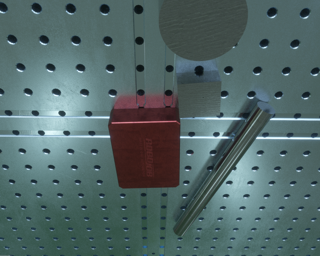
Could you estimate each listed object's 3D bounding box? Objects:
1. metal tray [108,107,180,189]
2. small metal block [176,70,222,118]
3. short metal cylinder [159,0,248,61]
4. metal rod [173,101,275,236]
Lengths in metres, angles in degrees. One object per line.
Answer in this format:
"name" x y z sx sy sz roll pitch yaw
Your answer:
"metal tray" -0.018 0.032 0.436 0.091 0.030 0.129 -2 130 1
"small metal block" 0.047 -0.041 0.378 0.050 0.025 0.050 -4 130 3
"short metal cylinder" 0.039 -0.113 0.300 0.081 0.050 0.079 -1 130 0
"metal rod" 0.085 0.082 0.482 0.025 0.025 0.298 15 129 -13
